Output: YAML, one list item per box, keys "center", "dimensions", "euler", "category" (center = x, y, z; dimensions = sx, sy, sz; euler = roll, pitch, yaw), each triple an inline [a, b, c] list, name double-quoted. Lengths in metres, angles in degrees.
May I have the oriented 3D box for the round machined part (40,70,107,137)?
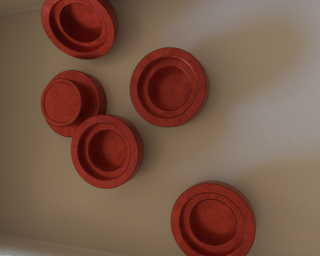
- center: [-0.130, -0.035, 0.446]
  dimensions: [0.098, 0.042, 0.097]
  euler: [0, 90, 19]
  category: "round machined part"

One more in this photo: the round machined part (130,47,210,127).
- center: [0.015, -0.050, 0.396]
  dimensions: [0.098, 0.042, 0.097]
  euler: [0, 90, 19]
  category: "round machined part"

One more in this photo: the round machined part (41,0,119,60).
- center: [-0.104, -0.146, 0.419]
  dimensions: [0.099, 0.042, 0.097]
  euler: [5, 135, 6]
  category: "round machined part"

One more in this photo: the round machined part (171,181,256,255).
- center: [0.066, 0.112, 0.378]
  dimensions: [0.098, 0.042, 0.097]
  euler: [0, 90, 19]
  category: "round machined part"

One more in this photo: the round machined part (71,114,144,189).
- center: [-0.067, 0.030, 0.422]
  dimensions: [0.098, 0.042, 0.097]
  euler: [1, 93, 17]
  category: "round machined part"
